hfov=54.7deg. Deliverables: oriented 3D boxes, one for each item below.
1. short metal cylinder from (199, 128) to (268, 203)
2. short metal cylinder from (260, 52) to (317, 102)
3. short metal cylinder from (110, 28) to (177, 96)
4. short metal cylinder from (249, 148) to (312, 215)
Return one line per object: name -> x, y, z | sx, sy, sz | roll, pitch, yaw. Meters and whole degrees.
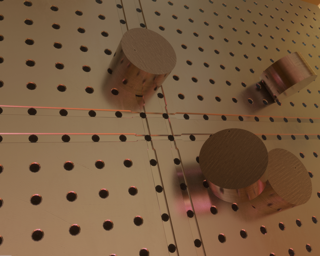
short metal cylinder -> 0.093, 0.047, 0.387 | 0.080, 0.050, 0.080 | -8, 57, 13
short metal cylinder -> 0.226, -0.090, 0.549 | 0.081, 0.080, 0.050 | -16, 70, -34
short metal cylinder -> -0.024, -0.093, 0.435 | 0.081, 0.050, 0.080 | 14, 56, -21
short metal cylinder -> 0.162, 0.075, 0.433 | 0.081, 0.050, 0.080 | 14, 56, -21
